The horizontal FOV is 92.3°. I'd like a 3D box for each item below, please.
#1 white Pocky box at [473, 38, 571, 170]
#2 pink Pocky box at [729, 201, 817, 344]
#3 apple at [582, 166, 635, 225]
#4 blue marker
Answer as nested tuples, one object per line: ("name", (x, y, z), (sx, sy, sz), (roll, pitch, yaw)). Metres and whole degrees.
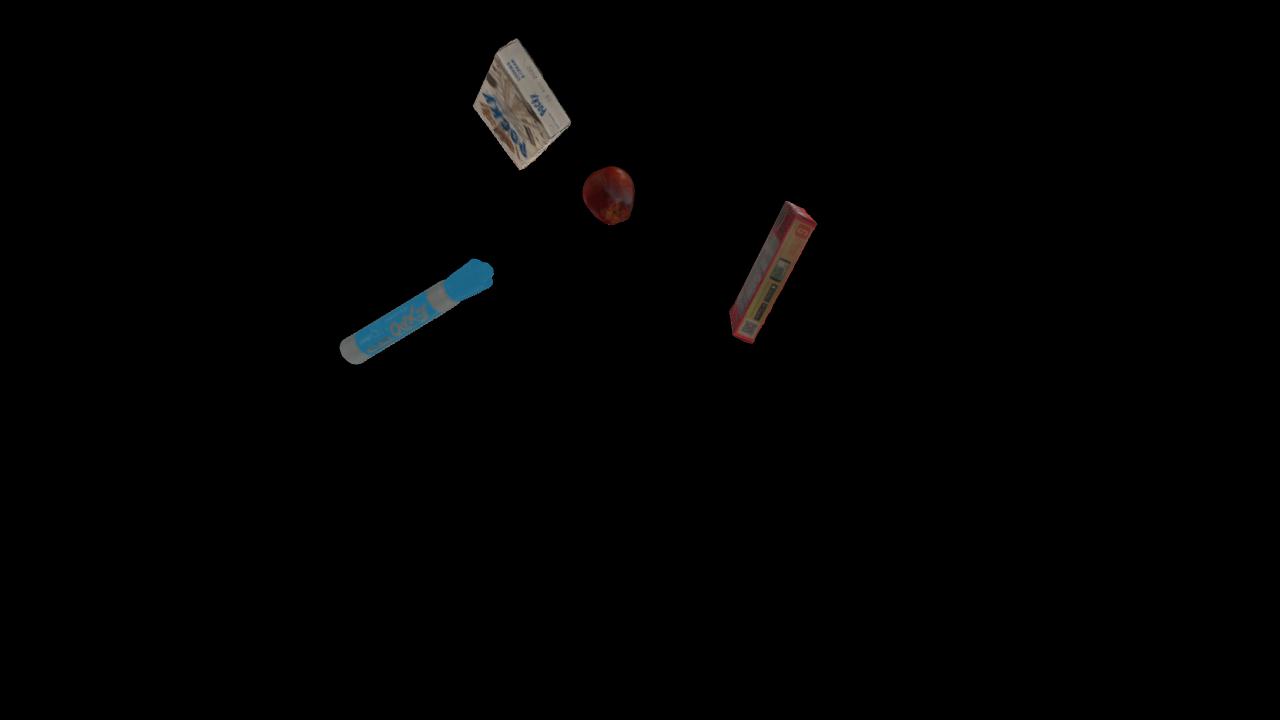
("white Pocky box", (-0.118, -0.241, 0.598), (0.028, 0.084, 0.154), (-40, 18, -14))
("pink Pocky box", (0.150, -0.102, 0.715), (0.029, 0.155, 0.084), (23, 23, -5))
("apple", (-0.045, -0.244, 0.911), (0.079, 0.093, 0.079), (-9, -35, -6))
("blue marker", (-0.136, -0.029, 0.374), (0.121, 0.020, 0.020), (-25, -11, 24))
